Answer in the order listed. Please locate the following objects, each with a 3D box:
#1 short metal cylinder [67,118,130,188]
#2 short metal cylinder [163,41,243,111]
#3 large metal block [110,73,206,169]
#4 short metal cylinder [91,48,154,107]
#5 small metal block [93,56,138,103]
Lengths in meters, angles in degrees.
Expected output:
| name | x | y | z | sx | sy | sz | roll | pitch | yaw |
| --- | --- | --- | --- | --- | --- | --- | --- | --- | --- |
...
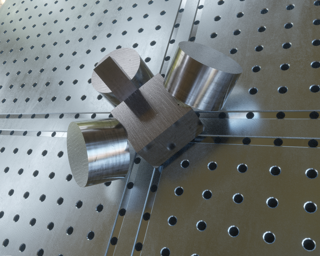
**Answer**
| name | x | y | z | sx | sy | sz | roll | pitch | yaw |
| --- | --- | --- | --- | --- | --- | --- | --- | --- | --- |
| short metal cylinder | -0.078 | 0.029 | 0.384 | 0.080 | 0.050 | 0.079 | 18 | 112 | 55 |
| short metal cylinder | 0.050 | -0.063 | 0.371 | 0.080 | 0.081 | 0.050 | 51 | 130 | 39 |
| large metal block | -0.003 | -0.010 | 0.392 | 0.080 | 0.050 | 0.080 | -39 | 51 | 2 |
| short metal cylinder | -0.054 | -0.072 | 0.460 | 0.080 | 0.050 | 0.080 | -13 | 56 | 21 |
| small metal block | -0.053 | -0.061 | 0.389 | 0.025 | 0.050 | 0.050 | -39 | 7 | 4 |
